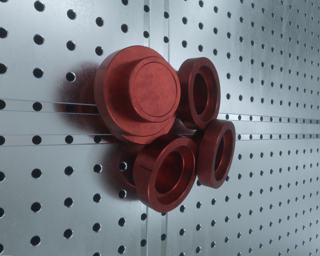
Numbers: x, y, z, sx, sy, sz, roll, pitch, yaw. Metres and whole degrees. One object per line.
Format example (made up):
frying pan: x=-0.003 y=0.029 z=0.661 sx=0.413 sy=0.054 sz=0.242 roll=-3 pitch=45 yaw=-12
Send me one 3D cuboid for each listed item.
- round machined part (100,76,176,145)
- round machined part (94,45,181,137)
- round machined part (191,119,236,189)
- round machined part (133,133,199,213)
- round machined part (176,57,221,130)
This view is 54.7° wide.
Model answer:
round machined part: x=-0.029 y=-0.029 z=0.374 sx=0.099 sy=0.042 sz=0.097 roll=0 pitch=90 yaw=-40
round machined part: x=-0.016 y=-0.039 z=0.331 sx=0.099 sy=0.042 sz=0.097 roll=0 pitch=90 yaw=-40
round machined part: x=0.073 y=0.034 z=0.446 sx=0.099 sy=0.042 sz=0.097 roll=-32 pitch=127 yaw=-54
round machined part: x=0.004 y=0.053 z=0.392 sx=0.099 sy=0.042 sz=0.097 roll=-23 pitch=121 yaw=-44
round machined part: x=0.045 y=-0.046 z=0.426 sx=0.099 sy=0.042 sz=0.097 roll=-3 pitch=94 yaw=-56
